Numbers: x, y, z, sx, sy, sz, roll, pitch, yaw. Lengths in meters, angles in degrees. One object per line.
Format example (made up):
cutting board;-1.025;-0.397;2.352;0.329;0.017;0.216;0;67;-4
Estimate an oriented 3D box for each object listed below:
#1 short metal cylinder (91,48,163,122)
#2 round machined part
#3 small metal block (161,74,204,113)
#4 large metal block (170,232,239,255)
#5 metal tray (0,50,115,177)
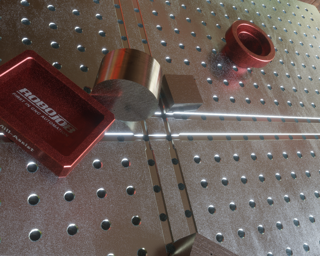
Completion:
short metal cylinder;-0.039;-0.051;0.384;0.080;0.080;0.050;20;54;-17
round machined part;0.163;-0.151;0.580;0.099;0.042;0.098;14;56;-21
small metal block;0.030;-0.051;0.457;0.050;0.025;0.050;-3;64;-30
large metal block;0.047;0.167;0.317;0.080;0.050;0.080;31;51;-8
metal tray;-0.128;-0.019;0.347;0.130;0.030;0.090;39;51;-2
